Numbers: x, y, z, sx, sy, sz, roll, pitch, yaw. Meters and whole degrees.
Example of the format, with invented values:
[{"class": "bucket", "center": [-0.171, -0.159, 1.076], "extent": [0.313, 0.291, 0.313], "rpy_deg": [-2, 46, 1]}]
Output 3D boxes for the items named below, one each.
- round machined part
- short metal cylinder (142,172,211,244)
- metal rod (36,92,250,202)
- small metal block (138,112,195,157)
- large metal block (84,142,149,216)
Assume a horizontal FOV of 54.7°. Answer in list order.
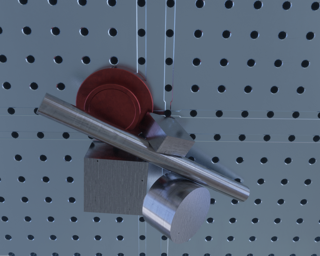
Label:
[{"class": "round machined part", "center": [-0.058, -0.027, 0.394], "extent": [0.099, 0.042, 0.097], "rpy_deg": [0, 110, -1]}, {"class": "short metal cylinder", "center": [0.023, 0.106, 0.417], "extent": [0.081, 0.050, 0.079], "rpy_deg": [-23, 124, -40]}, {"class": "metal rod", "center": [-0.003, 0.034, 0.391], "extent": [0.302, 0.025, 0.025], "rpy_deg": [26, 108, -23]}, {"class": "small metal block", "center": [0.008, 0.008, 0.393], "extent": [0.050, 0.050, 0.025], "rpy_deg": [14, 117, -42]}, {"class": "large metal block", "center": [-0.058, 0.068, 0.422], "extent": [0.081, 0.050, 0.079], "rpy_deg": [4, 110, -2]}]
